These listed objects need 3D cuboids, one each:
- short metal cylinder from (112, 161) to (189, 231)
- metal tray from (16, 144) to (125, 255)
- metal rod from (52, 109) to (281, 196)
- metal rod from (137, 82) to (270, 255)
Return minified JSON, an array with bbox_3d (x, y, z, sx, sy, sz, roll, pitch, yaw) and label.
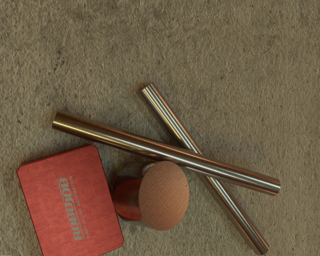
[{"bbox_3d":[-0.010,0.080,0.379,0.081,0.050,0.080,6,81,-42],"label":"short metal cylinder"},{"bbox_3d":[-0.104,0.092,0.369,0.091,0.030,0.129,-17,96,-20],"label":"metal tray"},{"bbox_3d":[0.018,0.036,0.395,0.302,0.025,0.025,18,84,-12],"label":"metal rod"},{"bbox_3d":[0.067,0.065,0.435,0.025,0.025,0.299,-40,103,-16],"label":"metal rod"}]
